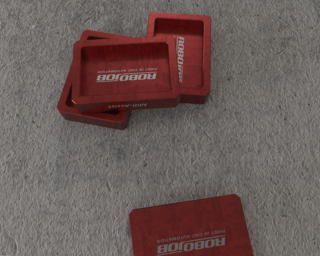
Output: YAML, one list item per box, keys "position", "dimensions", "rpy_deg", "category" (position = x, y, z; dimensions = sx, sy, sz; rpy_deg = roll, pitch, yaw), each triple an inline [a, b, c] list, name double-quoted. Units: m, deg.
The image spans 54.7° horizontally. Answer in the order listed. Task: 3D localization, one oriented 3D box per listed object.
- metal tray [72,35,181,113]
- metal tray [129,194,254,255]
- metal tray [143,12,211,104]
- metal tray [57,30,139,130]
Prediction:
- position: [-0.043, -0.070, 0.397]
  dimensions: [0.131, 0.030, 0.090]
  rpy_deg: [-4, 70, -2]
  category: "metal tray"
- position: [0.035, 0.132, 0.357]
  dimensions: [0.131, 0.030, 0.090]
  rpy_deg: [-8, 70, -3]
  category: "metal tray"
- position: [0.025, -0.101, 0.442]
  dimensions: [0.091, 0.030, 0.130]
  rpy_deg: [4, 70, 1]
  category: "metal tray"
- position: [-0.077, -0.068, 0.429]
  dimensions: [0.090, 0.030, 0.130]
  rpy_deg: [11, 70, 3]
  category: "metal tray"
